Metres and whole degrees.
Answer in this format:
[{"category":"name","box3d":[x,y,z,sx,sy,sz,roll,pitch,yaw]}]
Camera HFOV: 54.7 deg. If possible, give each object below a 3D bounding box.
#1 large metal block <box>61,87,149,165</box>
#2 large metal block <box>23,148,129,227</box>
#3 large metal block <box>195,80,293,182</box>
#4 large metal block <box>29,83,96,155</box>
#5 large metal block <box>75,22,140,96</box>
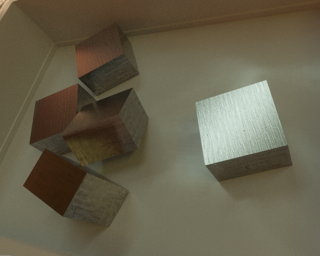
[{"category":"large metal block","box3d":[-0.068,-0.003,0.406,0.080,0.050,0.080,-18,25,17]},{"category":"large metal block","box3d":[-0.100,0.073,0.376,0.080,0.080,0.050,20,78,36]},{"category":"large metal block","box3d":[0.090,0.005,0.340,0.080,0.050,0.080,-17,55,18]},{"category":"large metal block","box3d":[-0.144,-0.010,0.472,0.080,0.050,0.080,-19,54,17]},{"category":"large metal block","box3d":[-0.087,-0.111,0.504,0.080,0.050,0.080,-25,53,12]}]
